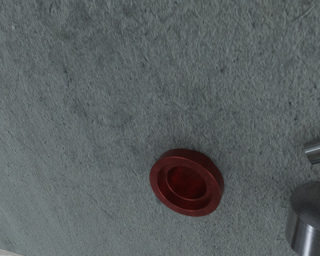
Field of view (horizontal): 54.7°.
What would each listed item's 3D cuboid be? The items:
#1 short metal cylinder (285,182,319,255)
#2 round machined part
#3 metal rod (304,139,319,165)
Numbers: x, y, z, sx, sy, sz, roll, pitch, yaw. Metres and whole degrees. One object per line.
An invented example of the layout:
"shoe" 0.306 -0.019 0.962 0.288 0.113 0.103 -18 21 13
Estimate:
"short metal cylinder" 0.183 0.104 0.339 0.080 0.080 0.050 9 122 23
"round machined part" 0.039 0.068 0.418 0.098 0.042 0.097 13 124 21
"metal rod" 0.273 -0.020 0.249 0.299 0.025 0.025 -24 106 36
